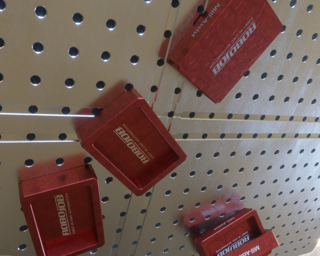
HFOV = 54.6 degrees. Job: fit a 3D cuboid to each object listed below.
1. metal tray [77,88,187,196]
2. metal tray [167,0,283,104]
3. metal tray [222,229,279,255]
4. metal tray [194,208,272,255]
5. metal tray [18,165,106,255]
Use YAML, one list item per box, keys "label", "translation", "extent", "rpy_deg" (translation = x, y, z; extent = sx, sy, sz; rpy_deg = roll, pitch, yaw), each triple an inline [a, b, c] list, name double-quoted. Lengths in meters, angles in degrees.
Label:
- label: "metal tray"
  translation: [-0.032, 0.023, 0.404]
  extent: [0.090, 0.030, 0.130]
  rpy_deg: [-39, 129, -2]
- label: "metal tray"
  translation: [0.083, -0.105, 0.387]
  extent: [0.090, 0.030, 0.130]
  rpy_deg: [34, 99, -39]
- label: "metal tray"
  translation: [0.152, 0.238, 0.603]
  extent: [0.131, 0.030, 0.090]
  rpy_deg: [-21, 169, -16]
- label: "metal tray"
  translation: [0.138, 0.219, 0.578]
  extent: [0.131, 0.030, 0.090]
  rpy_deg: [-23, 91, -22]
- label: "metal tray"
  translation: [-0.125, 0.118, 0.411]
  extent: [0.091, 0.030, 0.129]
  rpy_deg: [-13, 124, -21]
